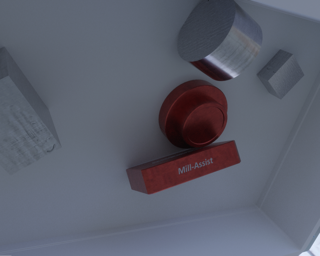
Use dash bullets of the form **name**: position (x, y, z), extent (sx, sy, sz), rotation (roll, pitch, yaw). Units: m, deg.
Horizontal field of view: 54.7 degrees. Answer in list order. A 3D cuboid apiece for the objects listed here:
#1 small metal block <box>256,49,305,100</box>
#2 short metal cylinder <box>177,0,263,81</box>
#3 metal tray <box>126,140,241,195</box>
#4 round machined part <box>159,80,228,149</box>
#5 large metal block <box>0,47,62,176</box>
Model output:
- **small metal block**: position (0.180, -0.079, 0.461), extent (0.050, 0.025, 0.050), rotation (-48, 130, 5)
- **short metal cylinder**: position (0.066, -0.100, 0.349), extent (0.050, 0.080, 0.080), rotation (24, 105, -37)
- **metal tray**: position (0.029, 0.051, 0.415), extent (0.131, 0.090, 0.030), rotation (-16, 88, -20)
- **round machined part**: position (0.051, -0.012, 0.420), extent (0.099, 0.042, 0.097), rotation (-14, 124, -21)
- **large metal block**: position (-0.141, -0.018, 0.286), extent (0.050, 0.080, 0.080), rotation (-30, 129, -9)
